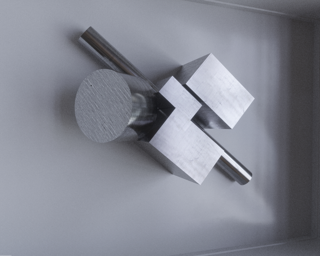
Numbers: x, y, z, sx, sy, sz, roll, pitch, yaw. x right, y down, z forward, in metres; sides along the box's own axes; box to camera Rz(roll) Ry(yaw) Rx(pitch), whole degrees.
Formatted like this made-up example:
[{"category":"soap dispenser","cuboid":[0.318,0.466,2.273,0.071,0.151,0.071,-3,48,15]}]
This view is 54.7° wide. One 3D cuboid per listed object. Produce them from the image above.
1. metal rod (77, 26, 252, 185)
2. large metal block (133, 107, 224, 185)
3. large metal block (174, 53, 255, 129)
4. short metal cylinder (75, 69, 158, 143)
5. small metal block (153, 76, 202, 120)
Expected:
[{"category":"metal rod","cuboid":[0.017,-0.020,0.417,0.300,0.025,0.025,41,77,-16]},{"category":"large metal block","cuboid":[0.018,0.021,0.388,0.080,0.080,0.050,41,77,-16]},{"category":"large metal block","cuboid":[0.059,-0.044,0.404,0.080,0.080,0.050,42,77,-16]},{"category":"short metal cylinder","cuboid":[-0.050,-0.024,0.356,0.050,0.080,0.079,1,90,-60]},{"category":"small metal block","cuboid":[0.016,-0.034,0.378,0.050,0.050,0.025,43,77,-16]}]
